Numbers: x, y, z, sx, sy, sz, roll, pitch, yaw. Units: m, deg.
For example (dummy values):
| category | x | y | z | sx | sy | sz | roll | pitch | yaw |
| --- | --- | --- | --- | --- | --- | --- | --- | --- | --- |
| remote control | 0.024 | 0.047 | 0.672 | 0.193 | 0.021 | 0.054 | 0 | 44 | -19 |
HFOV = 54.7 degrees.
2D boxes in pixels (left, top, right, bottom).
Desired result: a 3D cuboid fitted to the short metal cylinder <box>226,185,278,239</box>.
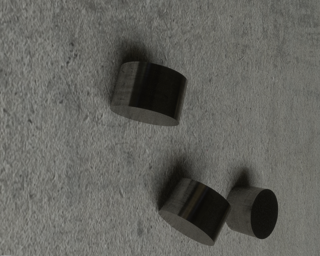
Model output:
| category | x | y | z | sx | sy | sz | roll | pitch | yaw |
| --- | --- | --- | --- | --- | --- | --- | --- | --- | --- |
| short metal cylinder | 0.153 | 0.138 | 0.517 | 0.081 | 0.050 | 0.080 | 0 | 90 | -40 |

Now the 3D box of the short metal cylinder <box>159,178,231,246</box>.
| category | x | y | z | sx | sy | sz | roll | pitch | yaw |
| --- | --- | --- | --- | --- | --- | --- | --- | --- | --- |
| short metal cylinder | 0.046 | 0.110 | 0.407 | 0.080 | 0.080 | 0.050 | 50 | 61 | -29 |

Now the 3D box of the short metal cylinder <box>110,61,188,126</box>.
| category | x | y | z | sx | sy | sz | roll | pitch | yaw |
| --- | --- | --- | --- | --- | --- | --- | --- | --- | --- |
| short metal cylinder | -0.012 | -0.037 | 0.358 | 0.080 | 0.080 | 0.050 | 20 | 77 | -38 |
